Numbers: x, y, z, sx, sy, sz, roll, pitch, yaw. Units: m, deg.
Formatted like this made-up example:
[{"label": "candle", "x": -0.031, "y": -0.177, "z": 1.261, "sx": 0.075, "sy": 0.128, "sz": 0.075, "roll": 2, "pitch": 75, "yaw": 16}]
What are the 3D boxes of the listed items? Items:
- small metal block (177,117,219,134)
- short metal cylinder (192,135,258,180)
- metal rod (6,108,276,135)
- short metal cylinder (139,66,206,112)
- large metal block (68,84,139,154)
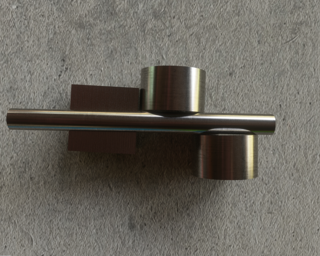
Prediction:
[{"label": "small metal block", "x": 0.046, "y": -0.005, "z": 0.398, "sx": 0.050, "sy": 0.050, "sz": 0.025, "roll": 1, "pitch": 90, "yaw": -1}, {"label": "short metal cylinder", "x": 0.080, "y": 0.033, "z": 0.384, "sx": 0.081, "sy": 0.080, "sz": 0.050, "roll": 0, "pitch": 90, "yaw": -1}, {"label": "metal rod", "x": -0.020, "y": -0.007, "z": 0.360, "sx": 0.302, "sy": 0.025, "sz": 0.025, "roll": 1, "pitch": 90, "yaw": -2}, {"label": "short metal cylinder", "x": 0.016, "y": -0.045, "z": 0.385, "sx": 0.081, "sy": 0.080, "sz": 0.050, "roll": 2, "pitch": 90, "yaw": -1}, {"label": "large metal block", "x": -0.068, "y": -0.011, "z": 0.395, "sx": 0.081, "sy": 0.050, "sz": 0.079, "roll": 3, "pitch": 90, "yaw": -1}]
